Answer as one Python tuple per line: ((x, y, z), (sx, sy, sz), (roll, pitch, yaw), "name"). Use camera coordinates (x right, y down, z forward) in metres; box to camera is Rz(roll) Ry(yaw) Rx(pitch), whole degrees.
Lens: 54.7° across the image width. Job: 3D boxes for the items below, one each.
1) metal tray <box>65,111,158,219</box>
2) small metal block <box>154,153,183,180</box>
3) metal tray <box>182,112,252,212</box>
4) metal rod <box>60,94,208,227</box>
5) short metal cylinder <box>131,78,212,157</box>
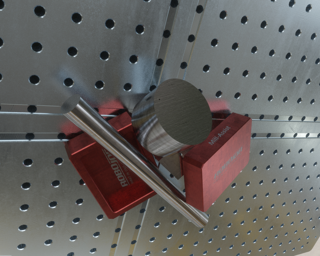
((-0.053, 0.053, 0.406), (0.090, 0.030, 0.129), (-28, 128, -11), "metal tray")
((0.010, 0.035, 0.417), (0.025, 0.050, 0.050), (-42, 130, 0), "small metal block")
((0.086, 0.046, 0.446), (0.131, 0.030, 0.089), (-37, 134, -36), "metal tray")
((-0.011, 0.062, 0.400), (0.025, 0.025, 0.300), (-42, 130, 0), "metal rod")
((0.014, -0.011, 0.364), (0.081, 0.080, 0.050), (8, 156, -32), "short metal cylinder")
